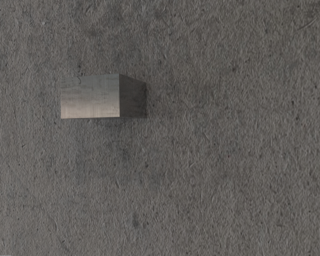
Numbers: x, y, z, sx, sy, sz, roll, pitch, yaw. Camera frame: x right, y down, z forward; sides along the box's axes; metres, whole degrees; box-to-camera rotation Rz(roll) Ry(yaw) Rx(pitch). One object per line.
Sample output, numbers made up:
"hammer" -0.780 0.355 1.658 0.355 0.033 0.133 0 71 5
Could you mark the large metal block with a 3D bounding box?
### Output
"large metal block" -0.070 -0.037 0.405 0.080 0.080 0.050 -1 90 20
